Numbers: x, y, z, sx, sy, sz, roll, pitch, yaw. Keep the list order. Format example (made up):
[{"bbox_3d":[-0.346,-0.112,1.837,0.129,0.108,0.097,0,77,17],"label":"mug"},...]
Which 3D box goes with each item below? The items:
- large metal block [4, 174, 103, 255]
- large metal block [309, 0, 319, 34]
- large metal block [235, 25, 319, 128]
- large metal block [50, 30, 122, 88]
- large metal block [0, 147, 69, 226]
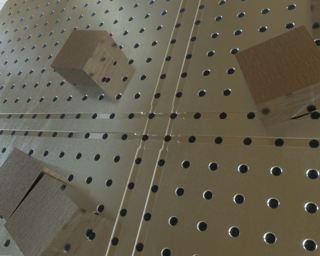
[{"bbox_3d":[-0.135,0.118,0.392,0.080,0.050,0.080,29,78,37],"label":"large metal block"},{"bbox_3d":[0.226,-0.170,0.378,0.080,0.050,0.080,-6,59,25],"label":"large metal block"},{"bbox_3d":[0.141,-0.058,0.354,0.080,0.050,0.080,-21,54,16],"label":"large metal block"},{"bbox_3d":[-0.126,-0.120,0.534,0.080,0.050,0.080,12,68,33],"label":"large metal block"},{"bbox_3d":[-0.193,0.085,0.443,0.080,0.050,0.080,21,73,36],"label":"large metal block"}]
